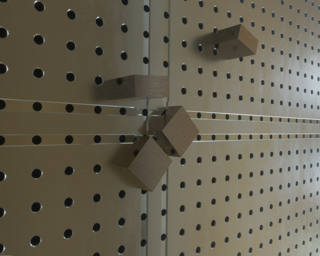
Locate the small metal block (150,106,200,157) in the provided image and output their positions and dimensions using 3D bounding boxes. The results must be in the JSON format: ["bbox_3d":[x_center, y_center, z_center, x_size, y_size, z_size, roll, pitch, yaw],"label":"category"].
[{"bbox_3d":[0.021,0.005,0.429,0.050,0.025,0.050,-51,120,-28],"label":"small metal block"}]

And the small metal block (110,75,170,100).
[{"bbox_3d":[-0.025,-0.048,0.374,0.050,0.050,0.025,-5,94,-40],"label":"small metal block"}]

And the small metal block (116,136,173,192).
[{"bbox_3d":[-0.019,0.045,0.396,0.050,0.025,0.050,50,60,-29],"label":"small metal block"}]

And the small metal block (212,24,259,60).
[{"bbox_3d":[0.121,-0.137,0.496,0.050,0.050,0.025,25,74,-38],"label":"small metal block"}]
